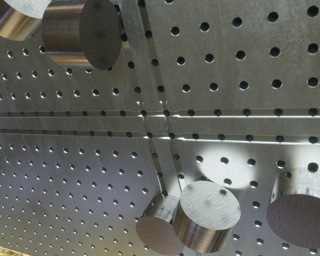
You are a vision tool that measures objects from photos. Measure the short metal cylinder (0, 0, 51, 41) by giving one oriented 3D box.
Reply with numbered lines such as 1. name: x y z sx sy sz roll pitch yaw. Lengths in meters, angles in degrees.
1. short metal cylinder: -0.173 -0.153 0.372 0.050 0.080 0.080 -26 104 37

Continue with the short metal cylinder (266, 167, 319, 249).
1. short metal cylinder: 0.170 0.093 0.363 0.080 0.050 0.079 13 124 21

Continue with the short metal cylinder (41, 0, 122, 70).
1. short metal cylinder: -0.086 -0.108 0.355 0.050 0.080 0.079 7 122 24

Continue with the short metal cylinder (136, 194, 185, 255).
1. short metal cylinder: 0.009 0.151 0.484 0.080 0.050 0.079 13 124 21

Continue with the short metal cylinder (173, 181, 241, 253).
1. short metal cylinder: 0.061 0.118 0.416 0.080 0.080 0.050 23 127 14
